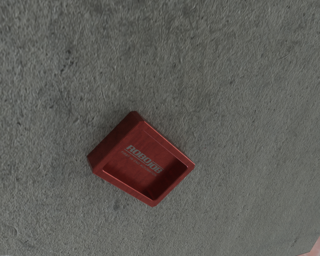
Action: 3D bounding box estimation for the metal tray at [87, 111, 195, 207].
[{"bbox_3d":[-0.022,0.047,0.424,0.090,0.030,0.130,-46,130,3],"label":"metal tray"}]
